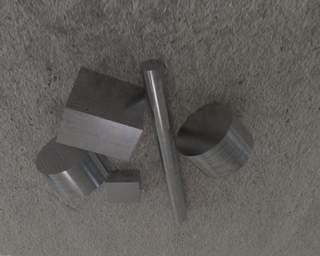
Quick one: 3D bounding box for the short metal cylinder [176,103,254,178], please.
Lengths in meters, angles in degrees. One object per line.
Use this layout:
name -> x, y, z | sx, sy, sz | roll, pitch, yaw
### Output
short metal cylinder -> 0.067, 0.015, 0.385 | 0.080, 0.080, 0.050 | -31, 124, 24

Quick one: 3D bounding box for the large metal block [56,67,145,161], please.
large metal block -> -0.064, -0.017, 0.356 | 0.081, 0.080, 0.050 | 17, 128, -14

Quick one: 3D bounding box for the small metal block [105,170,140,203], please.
small metal block -> -0.057, 0.092, 0.485 | 0.050, 0.025, 0.050 | -1, 130, 0

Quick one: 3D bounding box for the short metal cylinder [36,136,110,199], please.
short metal cylinder -> -0.113, 0.046, 0.409 | 0.080, 0.080, 0.050 | -14, 129, 11

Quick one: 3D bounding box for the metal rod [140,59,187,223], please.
metal rod -> 0.013, 0.042, 0.442 | 0.025, 0.025, 0.298 | -7, 130, 5
